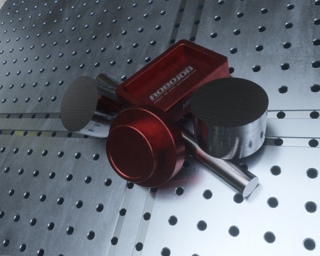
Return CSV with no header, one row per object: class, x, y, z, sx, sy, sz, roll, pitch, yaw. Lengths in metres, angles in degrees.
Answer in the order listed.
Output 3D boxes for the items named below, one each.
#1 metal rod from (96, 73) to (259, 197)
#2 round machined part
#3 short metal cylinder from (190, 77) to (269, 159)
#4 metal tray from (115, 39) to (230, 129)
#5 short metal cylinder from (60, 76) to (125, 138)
metal rod,0.000,-0.009,0.414,0.025,0.025,0.300,-49,51,-6
round machined part,-0.024,0.025,0.360,0.098,0.042,0.097,11,110,31
short metal cylinder,0.077,-0.012,0.344,0.080,0.050,0.080,-7,45,7
metal tray,0.017,-0.061,0.415,0.131,0.030,0.090,-40,50,-17
short metal cylinder,-0.097,-0.029,0.446,0.080,0.050,0.080,-11,72,36
